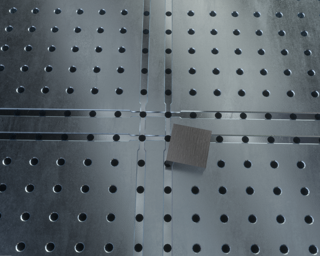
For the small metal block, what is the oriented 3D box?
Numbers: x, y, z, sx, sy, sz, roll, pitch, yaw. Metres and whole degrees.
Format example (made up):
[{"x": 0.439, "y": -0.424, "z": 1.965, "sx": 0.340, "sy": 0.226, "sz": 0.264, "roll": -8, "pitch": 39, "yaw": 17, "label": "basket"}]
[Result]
[{"x": 0.037, "y": 0.026, "z": 0.403, "sx": 0.050, "sy": 0.025, "sz": 0.050, "roll": 11, "pitch": 70, "yaw": 3, "label": "small metal block"}]
